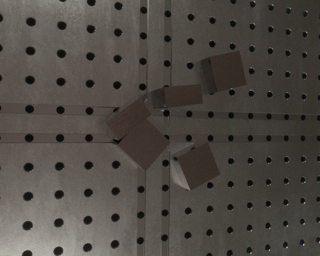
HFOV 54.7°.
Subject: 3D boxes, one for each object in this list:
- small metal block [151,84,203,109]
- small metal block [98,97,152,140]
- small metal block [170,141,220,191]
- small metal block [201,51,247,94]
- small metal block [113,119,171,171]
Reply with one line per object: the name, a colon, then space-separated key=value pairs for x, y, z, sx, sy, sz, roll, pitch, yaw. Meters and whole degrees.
small metal block: x=0.021 y=-0.041 z=0.408 sx=0.050 sy=0.050 sz=0.025 roll=-8 pitch=93 yaw=-20
small metal block: x=-0.044 y=-0.011 z=0.384 sx=0.050 sy=0.050 sz=0.025 roll=-39 pitch=103 yaw=-16
small metal block: x=0.049 y=0.052 z=0.432 sx=0.050 sy=0.025 sz=0.050 roll=-25 pitch=99 yaw=-19
small metal block: x=0.092 y=-0.080 z=0.448 sx=0.050 sy=0.025 sz=0.050 roll=-16 pitch=96 yaw=-20
small metal block: x=-0.024 y=0.020 z=0.405 sx=0.050 sy=0.025 sz=0.050 roll=45 pitch=76 yaw=-15
